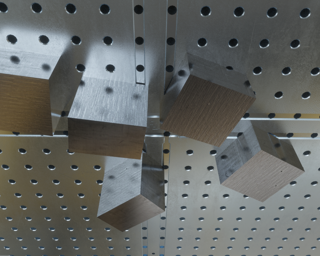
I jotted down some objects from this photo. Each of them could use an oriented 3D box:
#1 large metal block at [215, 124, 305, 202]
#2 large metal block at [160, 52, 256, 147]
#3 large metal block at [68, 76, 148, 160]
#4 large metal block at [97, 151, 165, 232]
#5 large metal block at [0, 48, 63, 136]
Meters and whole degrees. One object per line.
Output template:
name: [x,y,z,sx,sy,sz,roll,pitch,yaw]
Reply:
large metal block: [0.139,0.053,0.442,0.080,0.050,0.080,25,126,-21]
large metal block: [0.052,-0.032,0.369,0.081,0.050,0.079,17,128,-15]
large metal block: [-0.058,-0.013,0.364,0.081,0.080,0.050,7,130,-7]
large metal block: [-0.040,0.092,0.454,0.080,0.080,0.050,-32,123,24]
large metal block: [-0.161,-0.041,0.358,0.081,0.050,0.079,7,130,-7]
